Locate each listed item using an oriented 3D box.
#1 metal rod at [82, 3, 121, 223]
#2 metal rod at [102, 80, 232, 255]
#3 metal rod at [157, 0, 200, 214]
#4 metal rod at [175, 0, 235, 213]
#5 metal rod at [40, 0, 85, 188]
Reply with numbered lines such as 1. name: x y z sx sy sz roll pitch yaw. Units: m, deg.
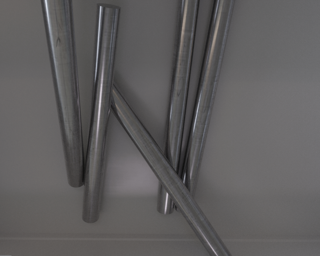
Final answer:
1. metal rod: -0.078 0.003 0.388 0.025 0.025 0.298 9 118 -4
2. metal rod: 0.007 0.059 0.406 0.025 0.025 0.299 -32 97 11
3. metal rod: 0.021 -0.020 0.403 0.025 0.025 0.298 5 110 -2
4. metal rod: 0.055 -0.020 0.404 0.025 0.025 0.298 7 110 -3
5. metal rod: -0.099 -0.030 0.334 0.025 0.025 0.298 7 135 -3
